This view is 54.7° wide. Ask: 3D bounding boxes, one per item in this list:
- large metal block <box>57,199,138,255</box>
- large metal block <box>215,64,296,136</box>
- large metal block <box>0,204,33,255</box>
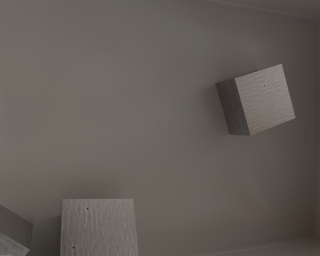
[{"bbox_3d":[-0.072,0.128,0.351,0.081,0.050,0.080,5,52,-20],"label":"large metal block"},{"bbox_3d":[0.137,-0.040,0.448,0.081,0.050,0.080,-19,97,-19],"label":"large metal block"},{"bbox_3d":[-0.181,0.110,0.315,0.080,0.080,0.050,39,78,-16],"label":"large metal block"}]
